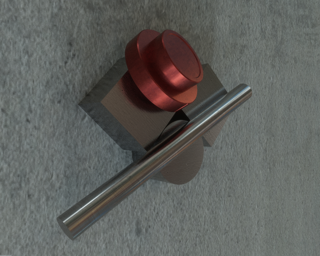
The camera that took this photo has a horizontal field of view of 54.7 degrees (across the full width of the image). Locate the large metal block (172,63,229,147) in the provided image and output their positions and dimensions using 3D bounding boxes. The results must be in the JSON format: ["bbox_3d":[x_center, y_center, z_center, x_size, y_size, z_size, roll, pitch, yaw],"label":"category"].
[{"bbox_3d":[0.051,-0.031,0.435,0.080,0.050,0.080,49,61,-29],"label":"large metal block"}]

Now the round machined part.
[{"bbox_3d":[0.012,-0.070,0.349,0.098,0.042,0.098,32,42,-34],"label":"round machined part"}]

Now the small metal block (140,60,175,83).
[{"bbox_3d":[0.002,-0.069,0.408,0.050,0.025,0.050,50,60,-29],"label":"small metal block"}]

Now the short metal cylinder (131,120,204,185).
[{"bbox_3d":[0.011,0.030,0.400,0.081,0.050,0.079,0,90,-40],"label":"short metal cylinder"}]

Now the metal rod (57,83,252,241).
[{"bbox_3d":[0.019,0.018,0.358,0.302,0.025,0.025,-35,112,-35],"label":"metal rod"}]

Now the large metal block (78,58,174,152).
[{"bbox_3d":[-0.032,-0.029,0.363,0.080,0.050,0.080,50,60,-29],"label":"large metal block"}]
